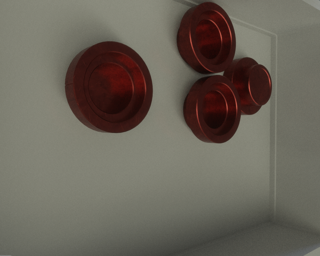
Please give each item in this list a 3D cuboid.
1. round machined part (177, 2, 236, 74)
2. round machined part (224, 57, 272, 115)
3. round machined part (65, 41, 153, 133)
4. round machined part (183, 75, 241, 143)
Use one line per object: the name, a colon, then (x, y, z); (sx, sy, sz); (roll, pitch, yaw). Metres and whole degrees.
round machined part: (0.063, -0.126, 0.448); (0.099, 0.042, 0.097); (0, 90, -40)
round machined part: (0.152, -0.071, 0.523); (0.099, 0.042, 0.097); (0, 90, -40)
round machined part: (-0.059, -0.043, 0.346); (0.099, 0.042, 0.097); (0, 90, -40)
round machined part: (0.073, -0.027, 0.456); (0.099, 0.042, 0.097); (0, 90, -40)
